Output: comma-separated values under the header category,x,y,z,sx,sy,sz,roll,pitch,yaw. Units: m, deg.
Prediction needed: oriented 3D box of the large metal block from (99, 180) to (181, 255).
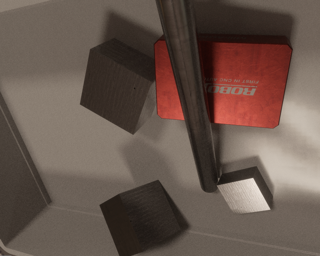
category,x,y,z,sx,sy,sz,roll,pitch,yaw
large metal block,-0.028,0.130,0.450,0.050,0.081,0.080,-35,73,38

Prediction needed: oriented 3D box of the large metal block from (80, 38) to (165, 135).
category,x,y,z,sx,sy,sz,roll,pitch,yaw
large metal block,-0.045,-0.052,0.383,0.080,0.050,0.079,29,128,9

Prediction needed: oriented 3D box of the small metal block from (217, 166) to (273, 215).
category,x,y,z,sx,sy,sz,roll,pitch,yaw
small metal block,0.110,0.082,0.401,0.050,0.025,0.050,-21,108,35

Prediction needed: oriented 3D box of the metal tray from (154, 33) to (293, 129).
category,x,y,z,sx,sy,sz,roll,pitch,yaw
metal tray,0.062,-0.050,0.327,0.131,0.030,0.089,6,122,13

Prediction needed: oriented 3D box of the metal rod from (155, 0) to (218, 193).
category,x,y,z,sx,sy,sz,roll,pitch,yaw
metal rod,0.036,-0.011,0.305,0.025,0.025,0.299,11,148,22
